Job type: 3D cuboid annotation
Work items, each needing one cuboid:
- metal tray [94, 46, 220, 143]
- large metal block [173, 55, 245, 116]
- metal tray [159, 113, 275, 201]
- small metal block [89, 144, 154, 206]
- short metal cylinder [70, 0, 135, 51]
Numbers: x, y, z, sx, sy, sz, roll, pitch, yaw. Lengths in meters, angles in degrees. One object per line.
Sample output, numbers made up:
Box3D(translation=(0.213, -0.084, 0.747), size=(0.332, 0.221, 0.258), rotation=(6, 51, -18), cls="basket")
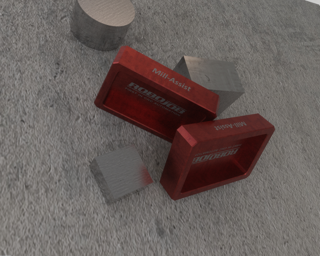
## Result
Box3D(translation=(-0.006, -0.033, 0.378), size=(0.131, 0.090, 0.030), rotation=(26, 53, -12), cls="metal tray")
Box3D(translation=(0.054, -0.050, 0.428), size=(0.081, 0.080, 0.050), rotation=(0, 62, -28), cls="large metal block")
Box3D(translation=(0.070, 0.033, 0.376), size=(0.131, 0.089, 0.030), rotation=(-9, 42, -32), cls="metal tray")
Box3D(translation=(-0.044, 0.052, 0.349), size=(0.050, 0.025, 0.050), rotation=(-18, 71, -35), cls="small metal block")
Box3D(translation=(-0.082, -0.157, 0.439), size=(0.081, 0.050, 0.080), rotation=(14, 56, -21), cls="short metal cylinder")
